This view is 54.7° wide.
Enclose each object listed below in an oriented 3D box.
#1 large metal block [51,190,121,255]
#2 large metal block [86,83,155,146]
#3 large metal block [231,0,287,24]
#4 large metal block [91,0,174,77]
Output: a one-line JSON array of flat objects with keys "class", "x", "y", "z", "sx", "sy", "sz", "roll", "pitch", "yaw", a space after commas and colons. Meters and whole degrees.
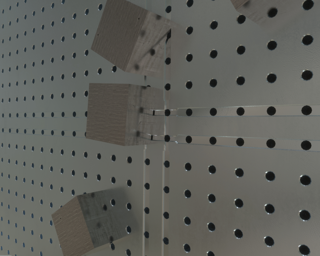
[{"class": "large metal block", "x": -0.118, "y": 0.155, "z": 0.488, "sx": 0.080, "sy": 0.050, "sz": 0.080, "roll": -38, "pitch": 67, "yaw": 33}, {"class": "large metal block", "x": -0.057, "y": -0.021, "z": 0.438, "sx": 0.080, "sy": 0.050, "sz": 0.079, "roll": 8, "pitch": 95, "yaw": 39}, {"class": "large metal block", "x": 0.102, "y": -0.167, "z": 0.308, "sx": 0.080, "sy": 0.050, "sz": 0.080, "roll": -35, "pitch": 69, "yaw": 34}, {"class": "large metal block", "x": -0.040, "y": -0.126, "z": 0.424, "sx": 0.080, "sy": 0.050, "sz": 0.079, "roll": 37, "pitch": 113, "yaw": 33}]
